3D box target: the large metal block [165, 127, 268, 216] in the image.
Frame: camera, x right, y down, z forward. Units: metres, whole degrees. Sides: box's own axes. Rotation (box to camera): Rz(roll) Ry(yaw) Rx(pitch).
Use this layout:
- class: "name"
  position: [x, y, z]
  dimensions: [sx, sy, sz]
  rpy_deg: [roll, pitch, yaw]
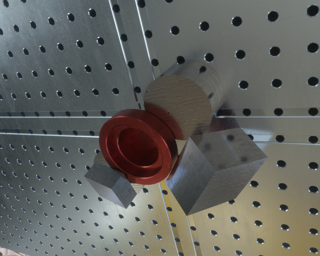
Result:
- class: "large metal block"
  position: [0.064, 0.050, 0.364]
  dimensions: [0.050, 0.081, 0.079]
  rpy_deg: [55, 138, 34]

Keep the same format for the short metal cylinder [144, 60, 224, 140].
- class: "short metal cylinder"
  position: [0.029, -0.033, 0.360]
  dimensions: [0.080, 0.050, 0.079]
  rpy_deg: [13, 124, 21]

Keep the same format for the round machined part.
- class: "round machined part"
  position: [-0.023, 0.020, 0.386]
  dimensions: [0.098, 0.042, 0.097]
  rpy_deg: [13, 124, 21]

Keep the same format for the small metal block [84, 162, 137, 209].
- class: "small metal block"
  position: [-0.065, 0.076, 0.412]
  dimensions: [0.050, 0.025, 0.050]
  rpy_deg: [15, 145, 34]

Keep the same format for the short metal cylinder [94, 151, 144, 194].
- class: "short metal cylinder"
  position: [-0.049, 0.053, 0.453]
  dimensions: [0.080, 0.050, 0.079]
  rpy_deg: [13, 124, 21]
